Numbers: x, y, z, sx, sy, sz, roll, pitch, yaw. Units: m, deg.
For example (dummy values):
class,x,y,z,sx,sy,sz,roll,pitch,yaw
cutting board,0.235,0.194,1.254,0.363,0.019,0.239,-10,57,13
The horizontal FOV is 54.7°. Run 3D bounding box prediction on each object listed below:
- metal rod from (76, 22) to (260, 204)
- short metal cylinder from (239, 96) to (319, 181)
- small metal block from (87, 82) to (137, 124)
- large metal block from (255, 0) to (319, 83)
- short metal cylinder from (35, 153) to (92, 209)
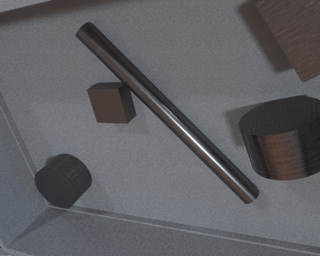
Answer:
class,x,y,z,sx,sy,sz,roll,pitch,yaw
metal rod,0.012,-0.016,0.390,0.300,0.025,0.025,45,129,-4
short metal cylinder,0.126,0.008,0.312,0.080,0.080,0.050,-10,113,32
small metal block,-0.065,-0.034,0.420,0.050,0.025,0.050,2,120,27
large metal block,0.140,-0.098,0.258,0.080,0.050,0.080,-28,104,37
short metal cylinder,-0.166,0.091,0.534,0.080,0.050,0.079,13,124,20
